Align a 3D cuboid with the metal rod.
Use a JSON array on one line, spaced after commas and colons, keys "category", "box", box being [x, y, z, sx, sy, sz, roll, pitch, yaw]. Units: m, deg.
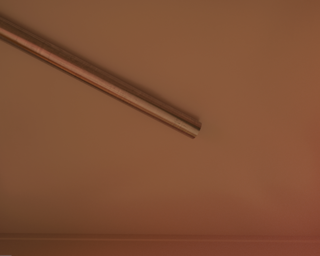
[{"category": "metal rod", "box": [-0.083, -0.064, 0.387, 0.301, 0.025, 0.025, 27, 108, -10]}]
